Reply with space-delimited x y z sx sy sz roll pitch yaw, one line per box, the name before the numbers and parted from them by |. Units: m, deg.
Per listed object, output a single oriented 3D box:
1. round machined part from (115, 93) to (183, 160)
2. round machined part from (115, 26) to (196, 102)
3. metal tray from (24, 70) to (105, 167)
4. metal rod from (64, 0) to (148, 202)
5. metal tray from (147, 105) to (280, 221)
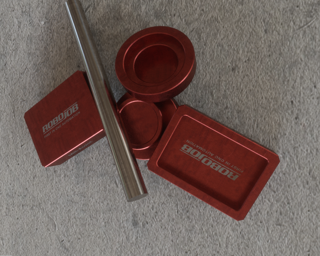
round machined part | -0.022 -0.007 0.409 0.098 0.042 0.097 0 90 20
round machined part | -0.003 -0.076 0.391 0.098 0.042 0.098 -4 67 11
metal tray | -0.131 -0.011 0.442 0.130 0.030 0.090 -31 77 26
metal rod | -0.076 -0.051 0.402 0.025 0.025 0.299 -29 68 17
metal tray | 0.062 0.039 0.374 0.130 0.030 0.090 29 99 7
